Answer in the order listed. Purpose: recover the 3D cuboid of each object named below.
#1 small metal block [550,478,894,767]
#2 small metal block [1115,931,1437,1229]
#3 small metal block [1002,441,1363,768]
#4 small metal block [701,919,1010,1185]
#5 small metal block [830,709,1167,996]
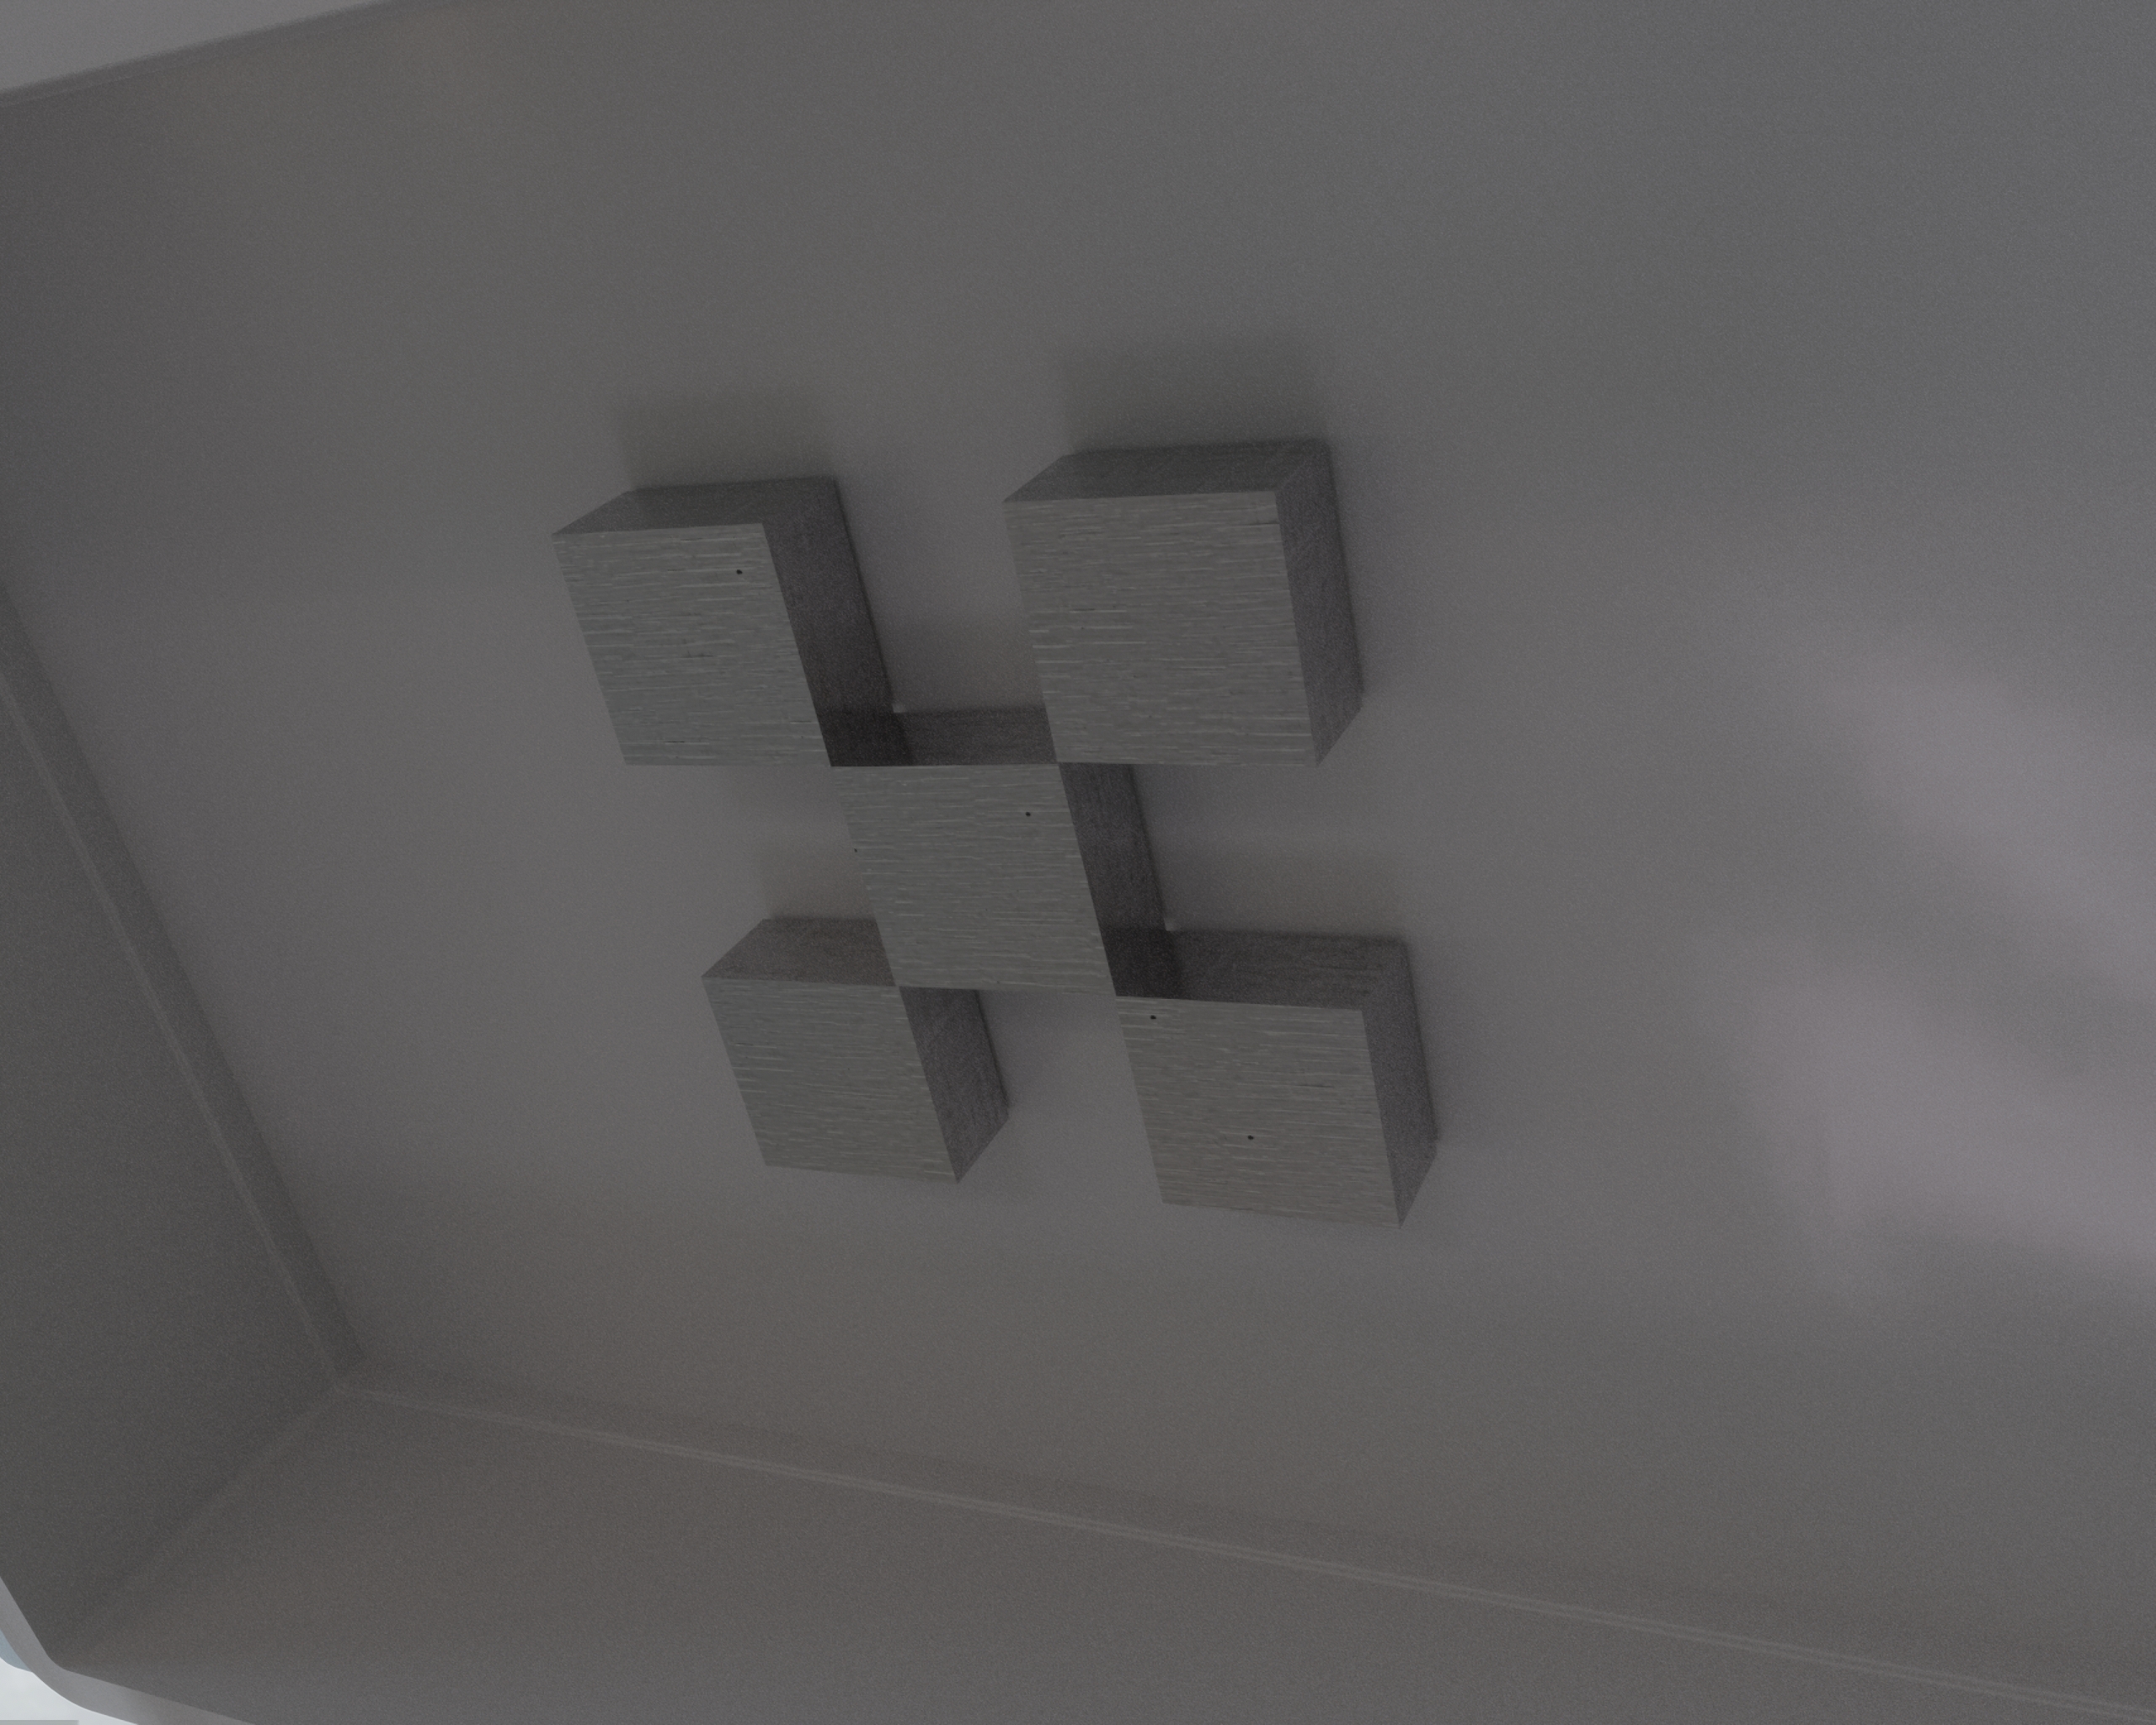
[{"bbox_3d":[-0.070,-0.047,0.414,0.050,0.025,0.050,2,119,27],"label":"small metal block"},{"bbox_3d":[0.040,0.042,0.411,0.050,0.025,0.050,1,119,27],"label":"small metal block"},{"bbox_3d":[0.019,-0.045,0.368,0.050,0.025,0.050,2,120,27],"label":"small metal block"},{"bbox_3d":[-0.048,0.041,0.457,0.050,0.025,0.050,1,119,28],"label":"small metal block"},{"bbox_3d":[-0.015,-0.002,0.412,0.050,0.025,0.050,1,119,28],"label":"small metal block"}]
